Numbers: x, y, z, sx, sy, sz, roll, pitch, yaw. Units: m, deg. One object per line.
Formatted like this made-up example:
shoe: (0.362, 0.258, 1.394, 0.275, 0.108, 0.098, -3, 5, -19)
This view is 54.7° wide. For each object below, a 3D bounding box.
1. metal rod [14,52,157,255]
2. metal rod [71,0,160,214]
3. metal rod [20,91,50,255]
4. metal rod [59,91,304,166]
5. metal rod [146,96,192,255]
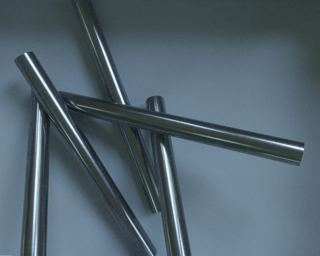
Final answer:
metal rod: (-0.090, 0.042, 0.393, 0.025, 0.025, 0.299, -30, 97, 0)
metal rod: (-0.053, -0.032, 0.410, 0.025, 0.025, 0.299, -21, 90, 0)
metal rod: (-0.137, 0.079, 0.343, 0.025, 0.025, 0.299, -9, 62, 0)
metal rod: (0.006, -0.005, 0.364, 0.301, 0.025, 0.025, 13, 90, 18)
metal rod: (0.014, 0.093, 0.340, 0.025, 0.025, 0.299, -9, 61, 0)
